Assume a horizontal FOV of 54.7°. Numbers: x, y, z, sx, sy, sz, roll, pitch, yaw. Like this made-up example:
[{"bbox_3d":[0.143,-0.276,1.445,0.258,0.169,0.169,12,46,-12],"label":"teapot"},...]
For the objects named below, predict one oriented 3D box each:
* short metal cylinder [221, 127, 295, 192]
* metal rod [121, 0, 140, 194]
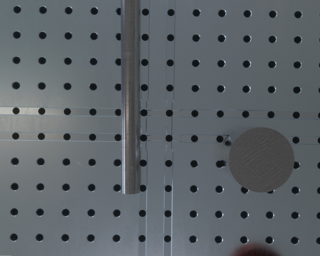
[{"bbox_3d":[0.124,0.039,0.402,0.081,0.050,0.079,0,90,0],"label":"short metal cylinder"},{"bbox_3d":[-0.039,-0.063,0.412,0.025,0.025,0.298,0,90,0],"label":"metal rod"}]
